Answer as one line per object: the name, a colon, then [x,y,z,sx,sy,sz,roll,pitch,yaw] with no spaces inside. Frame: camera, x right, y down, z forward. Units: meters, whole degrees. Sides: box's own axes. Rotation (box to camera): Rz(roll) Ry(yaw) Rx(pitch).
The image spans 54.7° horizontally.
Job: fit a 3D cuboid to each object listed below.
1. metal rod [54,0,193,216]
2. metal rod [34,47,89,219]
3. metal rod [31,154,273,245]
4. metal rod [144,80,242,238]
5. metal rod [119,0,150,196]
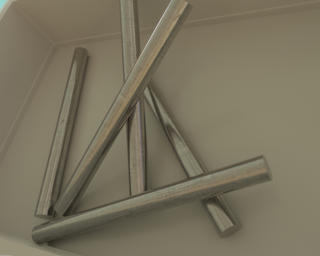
metal rod: [-0.051,-0.015,0.374,0.025,0.025,0.299,43,107,39]
metal rod: [-0.149,-0.010,0.490,0.025,0.025,0.299,-11,57,22]
metal rod: [-0.029,0.088,0.345,0.300,0.025,0.025,-22,53,23]
metal rod: [0.013,-0.001,0.399,0.025,0.025,0.300,-34,51,6]
metal rod: [-0.035,-0.060,0.403,0.025,0.025,0.299,-10,75,23]
